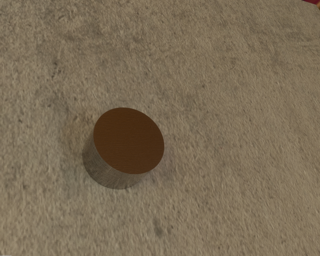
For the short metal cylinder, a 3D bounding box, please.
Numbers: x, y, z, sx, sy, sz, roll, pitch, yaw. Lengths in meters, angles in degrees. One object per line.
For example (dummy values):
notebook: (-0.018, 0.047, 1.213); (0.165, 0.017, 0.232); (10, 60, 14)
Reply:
short metal cylinder: (-0.042, 0.024, 0.352); (0.081, 0.050, 0.080); (14, 56, -21)
